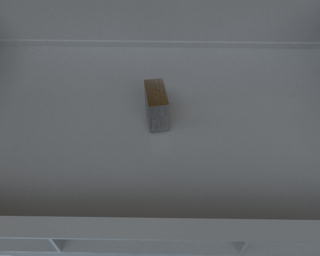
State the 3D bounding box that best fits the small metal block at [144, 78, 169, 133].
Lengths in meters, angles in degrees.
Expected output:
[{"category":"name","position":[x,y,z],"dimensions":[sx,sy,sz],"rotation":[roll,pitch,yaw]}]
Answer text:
[{"category":"small metal block","position":[-0.005,-0.030,0.409],"dimensions":[0.025,0.050,0.050],"rotation":[-7,50,-5]}]
